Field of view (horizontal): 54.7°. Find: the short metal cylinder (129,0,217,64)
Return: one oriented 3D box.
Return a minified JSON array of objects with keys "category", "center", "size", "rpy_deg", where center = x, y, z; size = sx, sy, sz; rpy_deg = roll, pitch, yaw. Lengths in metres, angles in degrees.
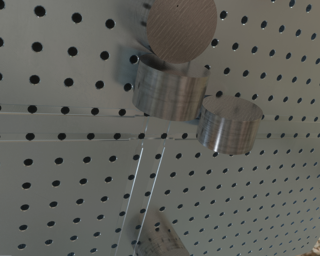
[{"category":"short metal cylinder","center":[0.013,-0.115,0.331],"size":[0.081,0.050,0.079],"rpy_deg":[-14,124,-21]}]

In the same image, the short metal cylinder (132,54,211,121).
[{"category":"short metal cylinder","center":[0.012,-0.048,0.352],"size":[0.081,0.080,0.050],"rpy_deg":[-2,119,-28]}]

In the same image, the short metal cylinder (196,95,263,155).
[{"category":"short metal cylinder","center":[0.093,-0.006,0.422],"size":[0.081,0.080,0.050],"rpy_deg":[-7,122,-25]}]

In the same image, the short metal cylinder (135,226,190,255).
[{"category":"short metal cylinder","center":[0.004,0.217,0.531],"size":[0.081,0.050,0.079],"rpy_deg":[-14,124,-21]}]
